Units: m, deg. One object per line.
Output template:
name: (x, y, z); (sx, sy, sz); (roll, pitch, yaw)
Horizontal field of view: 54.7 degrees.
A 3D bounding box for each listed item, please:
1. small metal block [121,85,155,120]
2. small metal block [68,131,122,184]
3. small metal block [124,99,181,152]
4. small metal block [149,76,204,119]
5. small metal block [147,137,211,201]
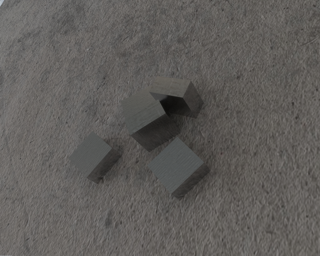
small metal block: (-0.022, -0.024, 0.431); (0.050, 0.025, 0.050); (-26, 53, 12)
small metal block: (-0.090, 0.040, 0.427); (0.050, 0.025, 0.050); (34, 81, 38)
small metal block: (-0.008, -0.001, 0.393); (0.050, 0.050, 0.025); (-32, 52, 7)
small metal block: (0.022, -0.040, 0.401); (0.050, 0.050, 0.025); (14, 69, 33)
small metal block: (0.022, 0.047, 0.364); (0.050, 0.025, 0.050); (-43, 51, -2)
